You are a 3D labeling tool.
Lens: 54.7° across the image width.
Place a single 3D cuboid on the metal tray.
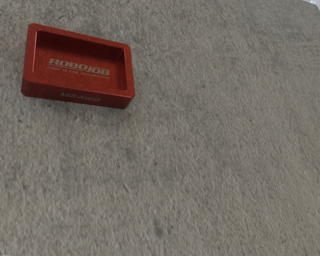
[{"bbox_3d":[-0.101,-0.076,0.393,0.131,0.030,0.090,6,59,-25],"label":"metal tray"}]
